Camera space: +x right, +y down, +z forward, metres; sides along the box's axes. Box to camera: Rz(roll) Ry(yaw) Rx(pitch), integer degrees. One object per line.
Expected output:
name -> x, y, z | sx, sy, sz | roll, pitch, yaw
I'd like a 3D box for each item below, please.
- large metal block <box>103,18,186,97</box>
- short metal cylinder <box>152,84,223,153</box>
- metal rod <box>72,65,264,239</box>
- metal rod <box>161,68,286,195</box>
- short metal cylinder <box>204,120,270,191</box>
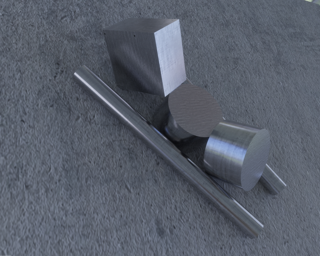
large metal block -> -0.018, -0.093, 0.397 | 0.080, 0.080, 0.050 | 15, 41, 34
short metal cylinder -> 0.036, -0.012, 0.416 | 0.081, 0.050, 0.080 | 14, 56, -21
metal rod -> 0.010, 0.030, 0.391 | 0.300, 0.025, 0.025 | 42, 51, 0
metal rod -> 0.071, -0.023, 0.457 | 0.300, 0.025, 0.025 | 48, 51, 6
short metal cylinder -> 0.099, 0.034, 0.395 | 0.050, 0.079, 0.081 | 17, 39, 37
